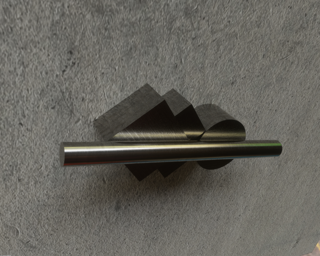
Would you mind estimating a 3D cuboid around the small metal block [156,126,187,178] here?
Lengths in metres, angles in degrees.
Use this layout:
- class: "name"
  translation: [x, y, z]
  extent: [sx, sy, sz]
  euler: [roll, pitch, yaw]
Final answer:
- class: "small metal block"
  translation: [0.010, 0.031, 0.418]
  extent: [0.050, 0.050, 0.025]
  euler: [-36, 130, -4]

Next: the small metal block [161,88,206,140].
- class: "small metal block"
  translation: [0.027, -0.017, 0.397]
  extent: [0.025, 0.050, 0.050]
  euler: [-37, 130, -4]

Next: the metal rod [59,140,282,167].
- class: "metal rod"
  translation: [0.036, 0.028, 0.378]
  extent: [0.303, 0.025, 0.025]
  euler: [1, 118, -29]

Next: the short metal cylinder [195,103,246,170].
- class: "short metal cylinder"
  translation: [0.073, 0.012, 0.438]
  extent: [0.081, 0.050, 0.079]
  euler: [-14, 124, -21]

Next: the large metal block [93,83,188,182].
- class: "large metal block"
  translation: [-0.020, 0.006, 0.383]
  extent: [0.080, 0.050, 0.080]
  euler: [-36, 129, -4]
